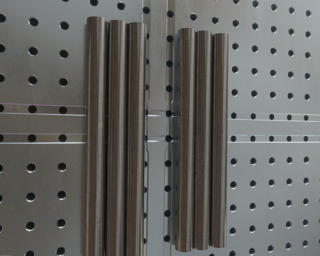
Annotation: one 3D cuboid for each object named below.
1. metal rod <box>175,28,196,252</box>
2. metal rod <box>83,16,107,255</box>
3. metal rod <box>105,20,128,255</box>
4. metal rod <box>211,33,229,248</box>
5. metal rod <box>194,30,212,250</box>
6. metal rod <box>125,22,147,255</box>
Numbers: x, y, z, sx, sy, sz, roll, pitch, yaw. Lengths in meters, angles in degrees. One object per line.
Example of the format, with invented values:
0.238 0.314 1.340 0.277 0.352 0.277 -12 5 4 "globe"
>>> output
0.035 0.016 0.425 0.025 0.025 0.298 1 90 -20 "metal rod"
-0.080 0.016 0.382 0.025 0.025 0.298 1 90 -20 "metal rod"
-0.055 0.017 0.391 0.025 0.025 0.298 1 90 -20 "metal rod"
0.084 0.017 0.443 0.025 0.025 0.298 1 90 -20 "metal rod"
0.059 0.017 0.433 0.025 0.025 0.298 1 90 -20 "metal rod"
-0.032 0.017 0.400 0.025 0.025 0.298 1 90 -20 "metal rod"
